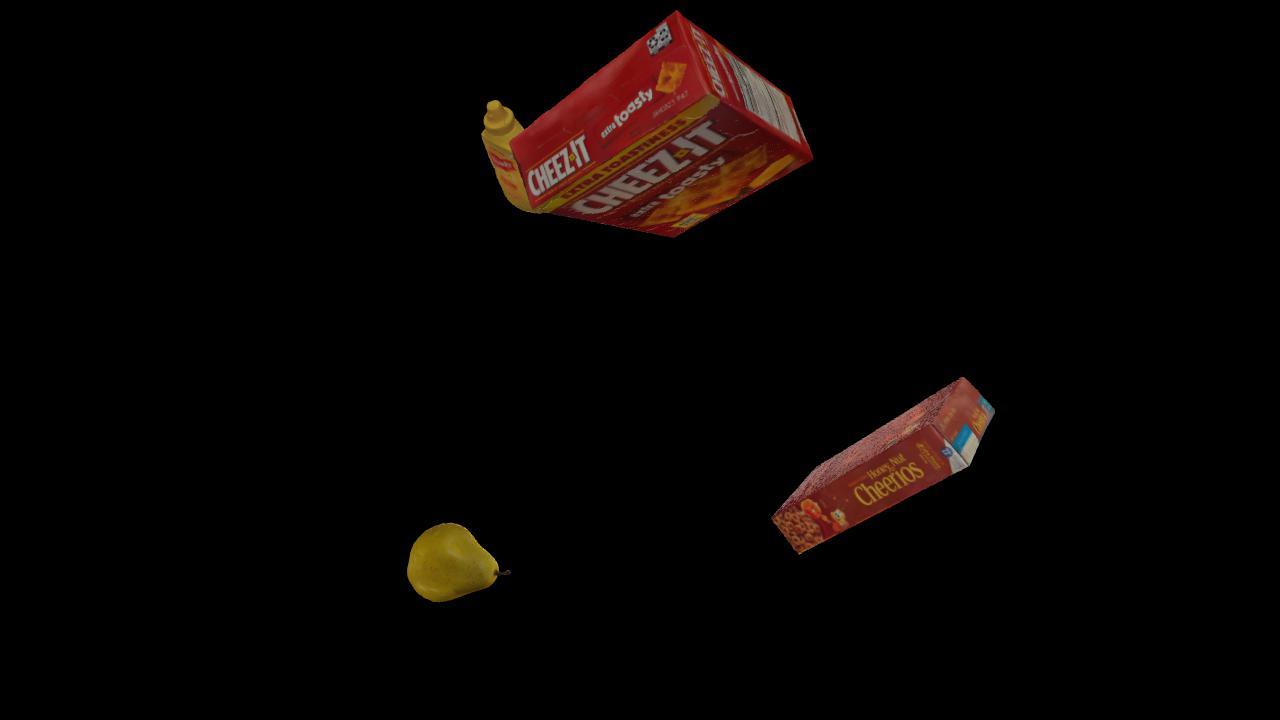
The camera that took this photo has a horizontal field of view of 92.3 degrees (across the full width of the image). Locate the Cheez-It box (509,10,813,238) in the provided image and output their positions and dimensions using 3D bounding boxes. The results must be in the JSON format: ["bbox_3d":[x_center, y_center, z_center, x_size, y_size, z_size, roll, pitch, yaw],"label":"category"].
[{"bbox_3d":[0.029,-0.176,0.518,0.166,0.071,0.223,-24,-9,32],"label":"Cheez-It box"}]

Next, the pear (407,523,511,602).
[{"bbox_3d":[-0.183,0.219,0.643,0.111,0.080,0.080,15,5,17],"label":"pear"}]

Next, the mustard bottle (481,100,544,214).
[{"bbox_3d":[-0.185,-0.298,0.892,0.092,0.054,0.184,39,-17,22],"label":"mustard bottle"}]

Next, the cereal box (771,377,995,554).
[{"bbox_3d":[0.361,0.160,0.922,0.203,0.081,0.306,-25,-15,-50],"label":"cereal box"}]
